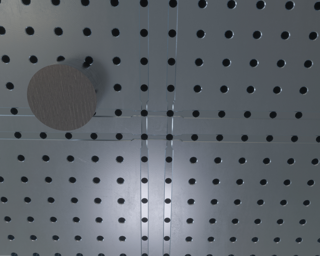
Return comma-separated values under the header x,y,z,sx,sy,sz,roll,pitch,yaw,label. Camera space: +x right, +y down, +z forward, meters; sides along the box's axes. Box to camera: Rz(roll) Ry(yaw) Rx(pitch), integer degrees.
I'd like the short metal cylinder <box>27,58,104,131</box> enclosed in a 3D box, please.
x,y,z,sx,sy,sz,roll,pitch,yaw,label
-0.114,-0.043,0.384,0.080,0.050,0.079,0,110,0,short metal cylinder
